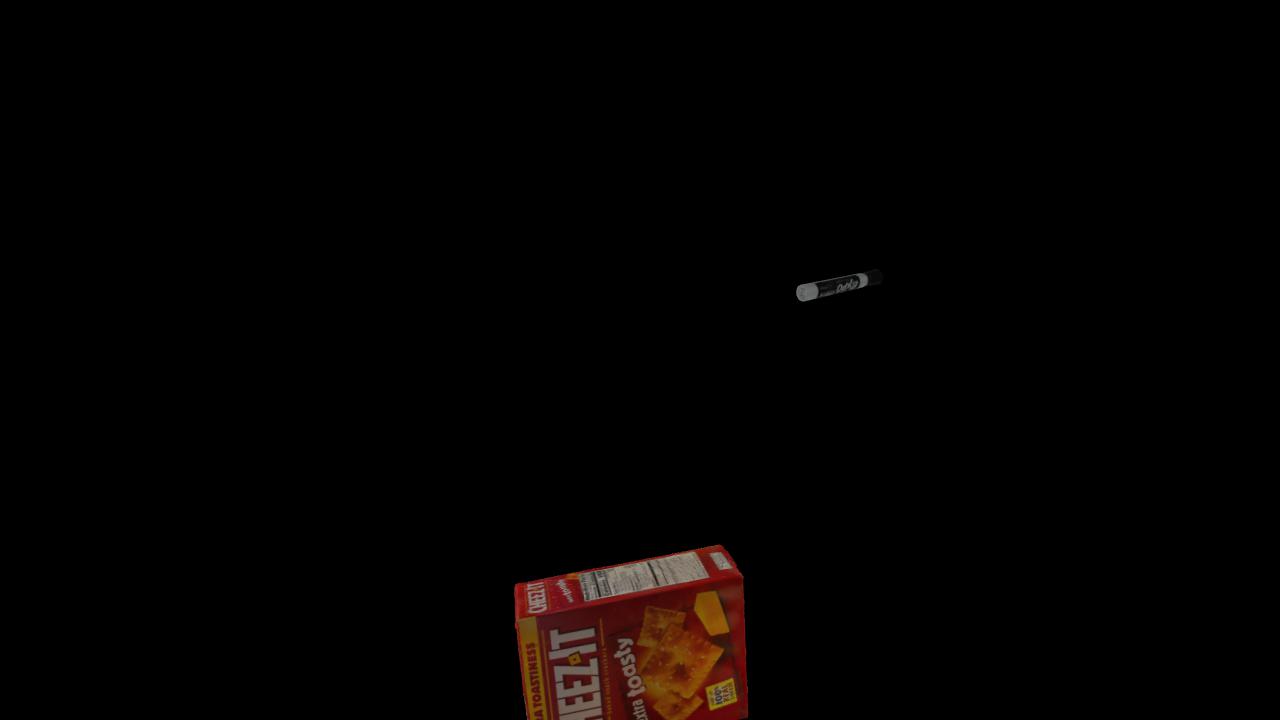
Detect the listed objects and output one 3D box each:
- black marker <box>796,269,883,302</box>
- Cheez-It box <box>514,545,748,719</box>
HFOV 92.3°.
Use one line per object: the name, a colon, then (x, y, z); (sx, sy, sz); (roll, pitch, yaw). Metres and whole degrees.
black marker: (0.227, -0.085, 0.689); (0.121, 0.020, 0.020); (-14, 6, -26)
Cheez-It box: (-0.007, 0.292, 0.618); (0.223, 0.166, 0.071); (-6, 12, -11)
